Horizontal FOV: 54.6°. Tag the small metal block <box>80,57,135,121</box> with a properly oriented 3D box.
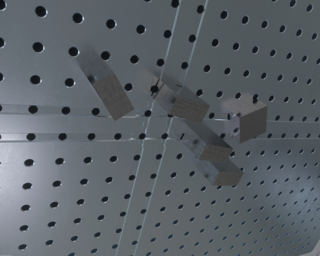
[{"bbox_3d":[-0.057,-0.043,0.337,0.025,0.050,0.050,-33,129,-7],"label":"small metal block"}]

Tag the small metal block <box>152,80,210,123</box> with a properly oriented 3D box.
[{"bbox_3d":[0.026,-0.033,0.388,0.050,0.050,0.025,13,112,-34],"label":"small metal block"}]

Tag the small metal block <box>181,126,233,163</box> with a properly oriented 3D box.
[{"bbox_3d":[0.067,0.024,0.446,0.050,0.050,0.025,11,113,-33],"label":"small metal block"}]

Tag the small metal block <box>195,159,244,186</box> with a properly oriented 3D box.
[{"bbox_3d":[0.093,0.065,0.485,0.050,0.050,0.025,7,115,-32],"label":"small metal block"}]

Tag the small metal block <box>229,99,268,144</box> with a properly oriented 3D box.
[{"bbox_3d":[0.136,-0.010,0.478,0.050,0.025,0.050,-22,127,-15],"label":"small metal block"}]
